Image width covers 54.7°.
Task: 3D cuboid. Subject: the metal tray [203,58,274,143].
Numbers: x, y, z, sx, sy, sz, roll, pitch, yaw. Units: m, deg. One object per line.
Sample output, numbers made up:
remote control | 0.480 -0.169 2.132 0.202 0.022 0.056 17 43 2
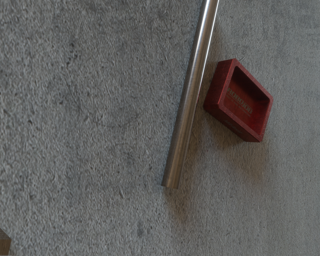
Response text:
metal tray | 0.134 -0.042 0.513 0.130 0.030 0.090 33 70 -35

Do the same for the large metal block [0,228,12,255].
large metal block | -0.175 0.121 0.242 0.081 0.050 0.080 17 79 -39

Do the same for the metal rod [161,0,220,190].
metal rod | 0.047 -0.063 0.443 0.025 0.025 0.299 22 76 -38
